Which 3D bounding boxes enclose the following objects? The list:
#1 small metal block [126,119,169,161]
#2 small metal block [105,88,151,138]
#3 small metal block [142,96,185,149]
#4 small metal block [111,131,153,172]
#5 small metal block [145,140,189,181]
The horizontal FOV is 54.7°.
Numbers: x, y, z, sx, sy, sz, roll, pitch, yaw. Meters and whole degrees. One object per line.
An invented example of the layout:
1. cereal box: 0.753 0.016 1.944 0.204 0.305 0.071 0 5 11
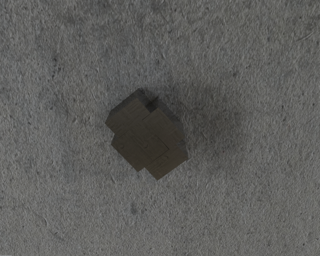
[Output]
1. small metal block: -0.015 0.007 0.399 0.025 0.050 0.050 -38 106 12
2. small metal block: -0.038 -0.020 0.389 0.050 0.050 0.025 -37 106 12
3. small metal block: 0.005 -0.008 0.394 0.025 0.050 0.050 -39 106 13
4. small metal block: -0.034 0.022 0.405 0.025 0.050 0.050 -38 106 12
5. small metal block: 0.008 0.035 0.410 0.050 0.050 0.025 -37 106 12
